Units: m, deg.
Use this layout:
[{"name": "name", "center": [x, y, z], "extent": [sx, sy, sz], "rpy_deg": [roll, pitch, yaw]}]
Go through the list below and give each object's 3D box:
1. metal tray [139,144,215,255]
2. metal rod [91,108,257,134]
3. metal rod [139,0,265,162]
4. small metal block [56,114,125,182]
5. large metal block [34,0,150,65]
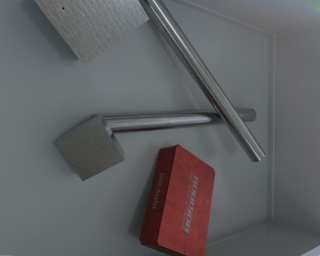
[{"name": "metal tray", "center": [0.028, 0.099, 0.410], "extent": [0.090, 0.030, 0.130], "rpy_deg": [36, 54, -34]}, {"name": "metal rod", "center": [0.043, -0.013, 0.444], "extent": [0.302, 0.025, 0.025], "rpy_deg": [-5, 93, -40]}, {"name": "metal rod", "center": [0.067, -0.064, 0.441], "extent": [0.300, 0.025, 0.025], "rpy_deg": [51, 60, -20]}, {"name": "small metal block", "center": [-0.073, 0.021, 0.331], "extent": [0.050, 0.025, 0.050], "rpy_deg": [-27, 112, 1]}, {"name": "large metal block", "center": [-0.071, -0.122, 0.311], "extent": [0.080, 0.050, 0.080], "rpy_deg": [-37, 116, -4]}]
